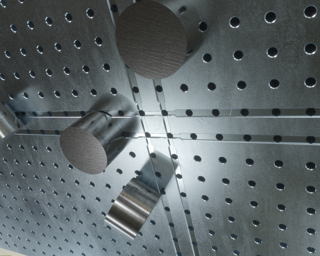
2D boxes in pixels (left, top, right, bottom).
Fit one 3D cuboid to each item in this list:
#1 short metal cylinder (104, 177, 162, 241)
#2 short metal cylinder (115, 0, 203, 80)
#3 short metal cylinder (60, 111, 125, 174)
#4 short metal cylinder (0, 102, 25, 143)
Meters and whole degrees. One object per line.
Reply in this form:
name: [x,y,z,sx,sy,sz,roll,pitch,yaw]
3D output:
short metal cylinder: [-0.040,0.122,0.471,0.050,0.080,0.079,31,128,8]
short metal cylinder: [0.000,-0.099,0.333,0.080,0.050,0.079,13,124,20]
short metal cylinder: [-0.099,0.022,0.459,0.080,0.050,0.079,13,124,20]
short metal cylinder: [-0.277,-0.001,0.518,0.080,0.080,0.050,-27,104,37]
